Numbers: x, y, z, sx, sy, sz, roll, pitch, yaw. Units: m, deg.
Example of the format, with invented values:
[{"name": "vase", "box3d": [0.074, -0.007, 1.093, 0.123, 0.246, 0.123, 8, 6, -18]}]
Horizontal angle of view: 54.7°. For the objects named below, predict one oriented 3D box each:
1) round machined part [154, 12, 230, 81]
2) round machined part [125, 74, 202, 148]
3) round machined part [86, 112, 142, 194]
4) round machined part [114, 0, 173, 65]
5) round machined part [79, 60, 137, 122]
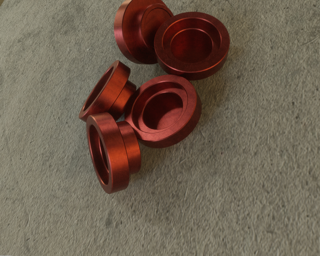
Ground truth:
[{"name": "round machined part", "box3d": [0.043, -0.106, 0.422, 0.099, 0.042, 0.098, -2, 67, 5]}, {"name": "round machined part", "box3d": [0.007, -0.018, 0.400, 0.098, 0.042, 0.098, -13, 56, 21]}, {"name": "round machined part", "box3d": [-0.056, 0.028, 0.382, 0.042, 0.097, 0.098, -14, 47, -24]}, {"name": "round machined part", "box3d": [-0.013, -0.141, 0.447, 0.042, 0.098, 0.098, 13, 68, 47]}, {"name": "round machined part", "box3d": [-0.070, -0.044, 0.438, 0.098, 0.042, 0.098, -46, 23, 26]}]
